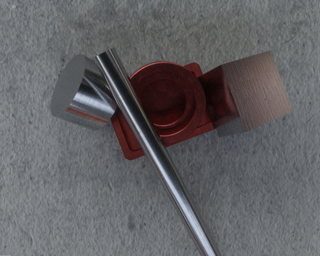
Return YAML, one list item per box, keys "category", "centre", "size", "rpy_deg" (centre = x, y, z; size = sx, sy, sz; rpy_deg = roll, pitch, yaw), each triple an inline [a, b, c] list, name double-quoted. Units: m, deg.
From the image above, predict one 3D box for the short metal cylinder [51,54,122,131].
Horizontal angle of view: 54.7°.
- category: "short metal cylinder"
  centre: [-0.090, -0.042, 0.376]
  size: [0.050, 0.080, 0.080]
  rpy_deg: [24, 90, -36]

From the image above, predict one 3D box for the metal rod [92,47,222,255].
- category: "metal rod"
  centre: [0.006, 0.048, 0.367]
  size: [0.025, 0.025, 0.299]
  rpy_deg: [-27, 107, 0]

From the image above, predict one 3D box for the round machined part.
- category: "round machined part"
  centre: [0.003, -0.032, 0.379]
  size: [0.099, 0.042, 0.097]
  rpy_deg: [-1, 105, -5]

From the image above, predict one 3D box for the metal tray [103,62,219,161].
- category: "metal tray"
  centre: [0.003, -0.021, 0.409]
  size: [0.131, 0.030, 0.090]
  rpy_deg: [-21, 90, -1]

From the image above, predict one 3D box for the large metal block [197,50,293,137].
- category: "large metal block"
  centre: [0.105, -0.042, 0.383]
  size: [0.081, 0.050, 0.080]
  rpy_deg: [-20, 90, -26]
